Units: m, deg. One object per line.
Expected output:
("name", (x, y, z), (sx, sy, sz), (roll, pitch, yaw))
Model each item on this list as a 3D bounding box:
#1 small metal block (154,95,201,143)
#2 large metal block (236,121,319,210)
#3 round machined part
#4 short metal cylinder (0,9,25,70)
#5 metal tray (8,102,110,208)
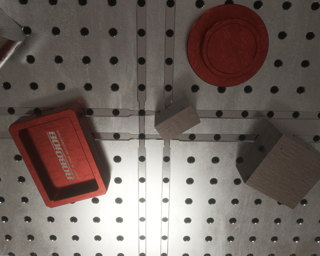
("small metal block", (0.021, -0.013, 0.396), (0.050, 0.050, 0.025), (-31, 108, 10))
("large metal block", (0.165, 0.050, 0.421), (0.080, 0.050, 0.080), (29, 107, -11))
("round machined part", (0.081, -0.096, 0.370), (0.099, 0.042, 0.097), (0, 110, -1))
("short metal cylinder", (-0.201, -0.106, 0.342), (0.080, 0.080, 0.050), (42, 105, -14))
("metal tray", (-0.133, 0.039, 0.423), (0.090, 0.030, 0.129), (-15, 110, 5))
